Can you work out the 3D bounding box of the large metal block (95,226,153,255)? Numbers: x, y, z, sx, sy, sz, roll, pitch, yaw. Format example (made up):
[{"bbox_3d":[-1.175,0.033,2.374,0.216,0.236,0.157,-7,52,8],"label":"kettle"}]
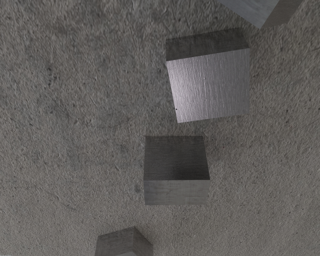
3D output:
[{"bbox_3d":[-0.067,0.240,0.595,0.080,0.050,0.080,-20,128,16],"label":"large metal block"}]

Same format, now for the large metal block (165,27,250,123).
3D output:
[{"bbox_3d":[0.053,-0.057,0.343,0.080,0.050,0.080,-8,130,6],"label":"large metal block"}]

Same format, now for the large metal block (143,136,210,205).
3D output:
[{"bbox_3d":[0.020,0.056,0.419,0.081,0.080,0.050,0,130,0],"label":"large metal block"}]

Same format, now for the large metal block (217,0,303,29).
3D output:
[{"bbox_3d":[0.097,-0.132,0.250,0.050,0.081,0.079,41,128,16],"label":"large metal block"}]
